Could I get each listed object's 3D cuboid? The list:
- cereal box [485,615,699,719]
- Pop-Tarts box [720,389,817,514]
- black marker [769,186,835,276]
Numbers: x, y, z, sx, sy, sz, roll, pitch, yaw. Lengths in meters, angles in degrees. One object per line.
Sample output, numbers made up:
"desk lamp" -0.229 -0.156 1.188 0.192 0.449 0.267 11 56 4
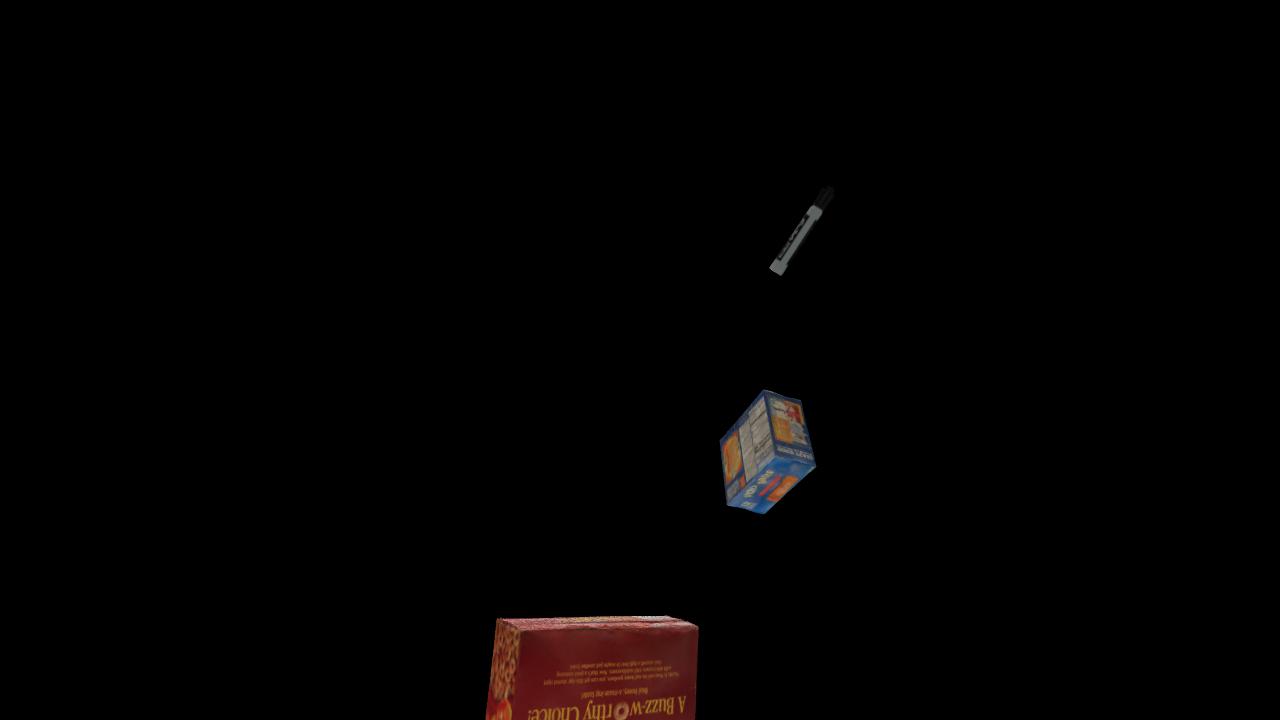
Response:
"cereal box" -0.049 0.408 0.580 0.203 0.306 0.081 12 -17 -30
"Pop-Tarts box" 0.218 0.162 1.076 0.083 0.141 0.167 15 -46 -15
"black marker" 0.203 -0.161 0.766 0.020 0.121 0.020 30 15 -9
